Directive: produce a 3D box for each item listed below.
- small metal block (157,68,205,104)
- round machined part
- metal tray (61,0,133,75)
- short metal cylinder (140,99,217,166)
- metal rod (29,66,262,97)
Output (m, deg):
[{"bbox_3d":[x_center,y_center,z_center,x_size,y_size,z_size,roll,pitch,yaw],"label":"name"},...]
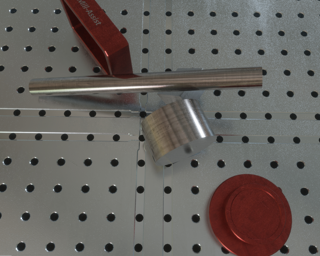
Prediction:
[{"bbox_3d":[0.032,-0.054,0.417,0.050,0.025,0.050,-52,34,-17],"label":"small metal block"},{"bbox_3d":[0.108,0.102,0.367,0.099,0.042,0.098,0,70,0],"label":"round machined part"},{"bbox_3d":[-0.087,-0.128,0.423,0.030,0.090,0.130,-34,74,-12],"label":"metal tray"},{"bbox_3d":[0.022,0.007,0.380,0.080,0.080,0.050,-21,72,-8],"label":"short metal cylinder"},{"bbox_3d":[-0.029,-0.057,0.393,0.301,0.025,0.025,0,69,15],"label":"metal rod"}]
